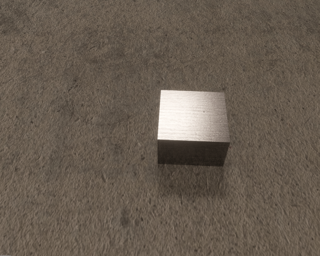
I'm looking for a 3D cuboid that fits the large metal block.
[{"bbox_3d":[0.039,0.000,0.388,0.081,0.050,0.080,2,50,1],"label":"large metal block"}]
